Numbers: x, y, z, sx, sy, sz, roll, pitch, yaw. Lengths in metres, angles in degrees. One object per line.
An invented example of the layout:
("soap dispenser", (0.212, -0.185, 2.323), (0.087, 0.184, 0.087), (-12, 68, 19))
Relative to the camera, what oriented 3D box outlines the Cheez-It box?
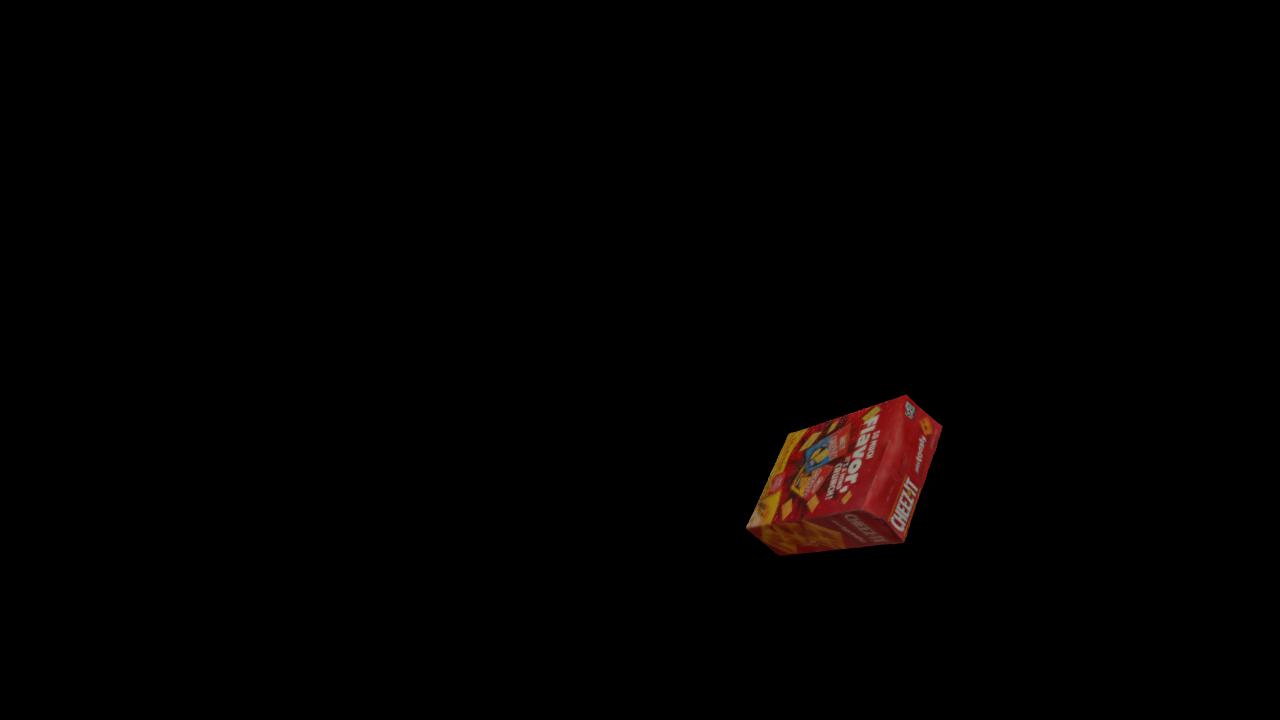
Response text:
("Cheez-It box", (0.245, 0.148, 0.762), (0.071, 0.166, 0.223), (39, -31, -8))
